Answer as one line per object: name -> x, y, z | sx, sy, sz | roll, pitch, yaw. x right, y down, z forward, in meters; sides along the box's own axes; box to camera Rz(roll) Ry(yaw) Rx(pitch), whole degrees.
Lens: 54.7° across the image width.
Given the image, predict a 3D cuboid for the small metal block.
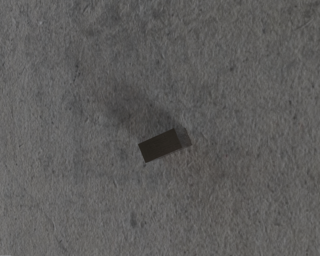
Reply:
small metal block -> 0.008, 0.021, 0.392 | 0.050, 0.050, 0.025 | -25, 82, 18
